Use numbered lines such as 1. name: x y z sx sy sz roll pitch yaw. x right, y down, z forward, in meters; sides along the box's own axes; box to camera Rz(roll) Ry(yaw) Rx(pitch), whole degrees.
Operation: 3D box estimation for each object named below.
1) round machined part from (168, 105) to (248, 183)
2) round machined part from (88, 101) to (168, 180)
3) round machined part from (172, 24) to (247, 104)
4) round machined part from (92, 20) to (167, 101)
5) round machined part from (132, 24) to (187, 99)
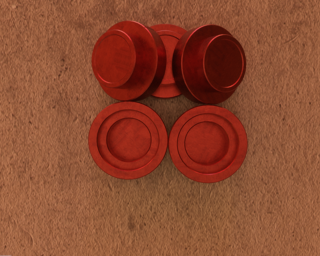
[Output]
1. round machined part: 0.059 0.020 0.403 0.099 0.042 0.097 0 90 -1
2. round machined part: -0.039 0.015 0.402 0.099 0.042 0.097 0 90 -1
3. round machined part: 0.067 -0.078 0.382 0.099 0.042 0.097 -4 97 -31
4. round machined part: -0.044 -0.082 0.378 0.098 0.042 0.097 2 95 33
5. round machined part: 0.007 -0.087 0.402 0.099 0.042 0.097 0 90 -1
